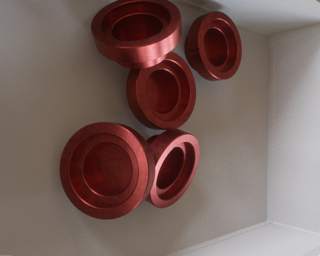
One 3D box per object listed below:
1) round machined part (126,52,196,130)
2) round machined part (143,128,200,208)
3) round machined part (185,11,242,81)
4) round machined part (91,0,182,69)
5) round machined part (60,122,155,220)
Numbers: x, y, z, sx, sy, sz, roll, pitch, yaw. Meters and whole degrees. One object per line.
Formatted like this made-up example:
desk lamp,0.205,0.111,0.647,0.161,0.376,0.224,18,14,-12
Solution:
round machined part,-0.003,-0.046,0.395,0.099,0.042,0.097,0,90,-40
round machined part,0.004,0.046,0.387,0.099,0.042,0.097,-29,130,-42
round machined part,0.075,-0.118,0.461,0.099,0.042,0.097,0,90,-40
round machined part,-0.024,-0.105,0.351,0.098,0.098,0.042,-51,153,-28
round machined part,-0.052,0.043,0.329,0.042,0.098,0.097,2,89,-74
